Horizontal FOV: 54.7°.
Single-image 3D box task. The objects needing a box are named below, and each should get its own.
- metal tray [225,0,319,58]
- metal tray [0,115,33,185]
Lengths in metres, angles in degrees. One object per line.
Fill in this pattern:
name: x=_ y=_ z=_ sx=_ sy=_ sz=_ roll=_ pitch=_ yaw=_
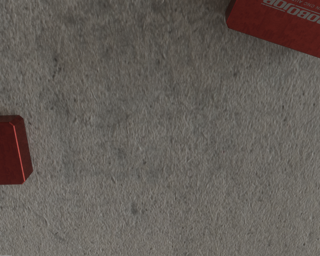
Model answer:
metal tray: x=0.150 y=-0.138 z=0.340 sx=0.131 sy=0.030 sz=0.089 roll=16 pitch=133 yaw=-6
metal tray: x=-0.247 y=0.031 z=0.415 sx=0.131 sy=0.030 sz=0.089 roll=-1 pitch=110 yaw=0
